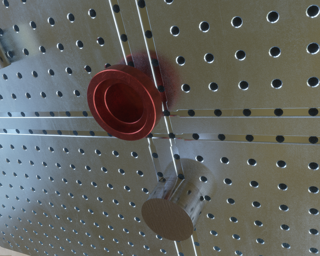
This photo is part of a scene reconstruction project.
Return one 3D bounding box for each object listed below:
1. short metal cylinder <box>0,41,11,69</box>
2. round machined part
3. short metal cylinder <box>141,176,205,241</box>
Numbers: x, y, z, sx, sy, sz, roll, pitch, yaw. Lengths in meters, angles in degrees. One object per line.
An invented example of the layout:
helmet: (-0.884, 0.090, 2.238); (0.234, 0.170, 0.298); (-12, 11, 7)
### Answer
short metal cylinder: (-0.270, -0.104, 0.454); (0.080, 0.080, 0.050); (-4, 117, 30)
round machined part: (-0.041, -0.036, 0.400); (0.098, 0.042, 0.097); (13, 124, 21)
short metal cylinder: (0.020, 0.119, 0.458); (0.080, 0.050, 0.079); (13, 124, 21)
